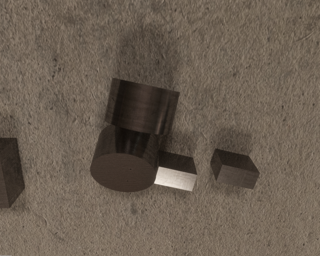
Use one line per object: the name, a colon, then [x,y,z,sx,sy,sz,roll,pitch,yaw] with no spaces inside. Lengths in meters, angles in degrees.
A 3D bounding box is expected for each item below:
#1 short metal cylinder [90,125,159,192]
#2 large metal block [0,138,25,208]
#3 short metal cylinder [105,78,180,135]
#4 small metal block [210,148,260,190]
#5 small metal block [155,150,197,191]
short metal cylinder: [-0.043,0.039,0.395,0.080,0.050,0.080,2,136,3]
large metal block: [-0.237,0.059,0.415,0.081,0.050,0.079,0,110,-1]
short metal cylinder: [-0.021,-0.026,0.366,0.081,0.080,0.050,12,97,-5]
small metal block: [0.099,0.054,0.418,0.050,0.050,0.025,13,110,-5]
small metal block: [0.020,0.056,0.418,0.050,0.050,0.025,13,110,-5]
